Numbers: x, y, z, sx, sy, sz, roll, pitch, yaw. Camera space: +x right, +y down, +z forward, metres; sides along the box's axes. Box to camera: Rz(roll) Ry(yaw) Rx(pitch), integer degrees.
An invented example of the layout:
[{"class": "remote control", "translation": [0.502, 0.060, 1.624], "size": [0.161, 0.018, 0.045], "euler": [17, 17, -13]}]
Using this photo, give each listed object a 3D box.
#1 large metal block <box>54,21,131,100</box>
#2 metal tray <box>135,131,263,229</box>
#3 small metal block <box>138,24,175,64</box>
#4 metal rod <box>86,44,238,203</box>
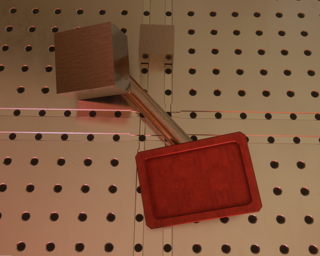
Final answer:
[{"class": "large metal block", "translation": [-0.088, -0.085, 0.407], "size": [0.080, 0.050, 0.080], "euler": [-6, 84, 16]}, {"class": "metal tray", "translation": [0.043, 0.062, 0.365], "size": [0.131, 0.030, 0.090], "euler": [-12, 78, 9]}, {"class": "small metal block", "translation": [-0.005, -0.124, 0.457], "size": [0.050, 0.025, 0.050], "euler": [2, 70, 0]}, {"class": "metal rod", "translation": [-0.007, -0.019, 0.418], "size": [0.025, 0.025, 0.300], "euler": [-40, 75, -13]}]
